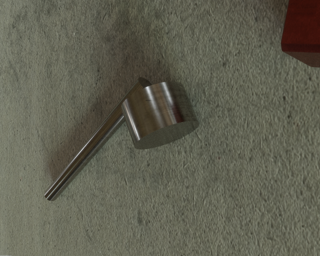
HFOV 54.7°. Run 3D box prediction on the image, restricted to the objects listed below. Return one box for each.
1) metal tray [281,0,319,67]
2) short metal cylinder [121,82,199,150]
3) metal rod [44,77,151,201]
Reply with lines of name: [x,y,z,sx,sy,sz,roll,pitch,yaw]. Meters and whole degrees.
metal tray: [0.138,-0.119,0.248,0.030,0.091,0.129,14,99,39]
short metal cylinder: [0.000,-0.013,0.369,0.080,0.081,0.050,-32,70,35]
metal rod: [-0.110,0.032,0.495,0.299,0.025,0.025,-45,63,30]
